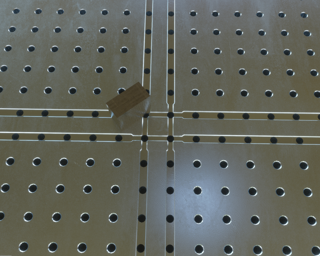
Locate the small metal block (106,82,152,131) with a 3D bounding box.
[{"bbox_3d":[-0.039,-0.027,0.408,0.050,0.050,0.025,-35,74,-12],"label":"small metal block"}]
